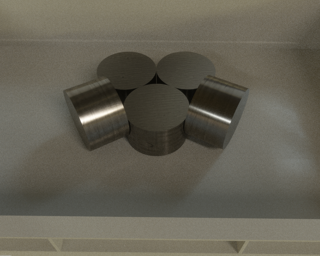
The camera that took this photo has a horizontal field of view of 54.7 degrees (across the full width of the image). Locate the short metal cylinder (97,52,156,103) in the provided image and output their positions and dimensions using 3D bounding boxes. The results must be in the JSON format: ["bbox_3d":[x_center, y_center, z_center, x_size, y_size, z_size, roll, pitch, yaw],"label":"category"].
[{"bbox_3d":[-0.045,-0.064,0.440,0.080,0.050,0.080,0,50,0],"label":"short metal cylinder"}]

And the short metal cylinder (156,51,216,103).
[{"bbox_3d":[0.035,-0.064,0.441,0.080,0.050,0.080,0,50,0],"label":"short metal cylinder"}]

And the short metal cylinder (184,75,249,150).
[{"bbox_3d":[0.071,-0.020,0.384,0.050,0.080,0.080,23,54,18],"label":"short metal cylinder"}]

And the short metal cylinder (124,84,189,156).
[{"bbox_3d":[-0.004,-0.011,0.396,0.080,0.050,0.080,0,50,0],"label":"short metal cylinder"}]

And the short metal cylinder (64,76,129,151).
[{"bbox_3d":[-0.079,-0.018,0.382,0.050,0.080,0.080,-24,54,-19],"label":"short metal cylinder"}]
